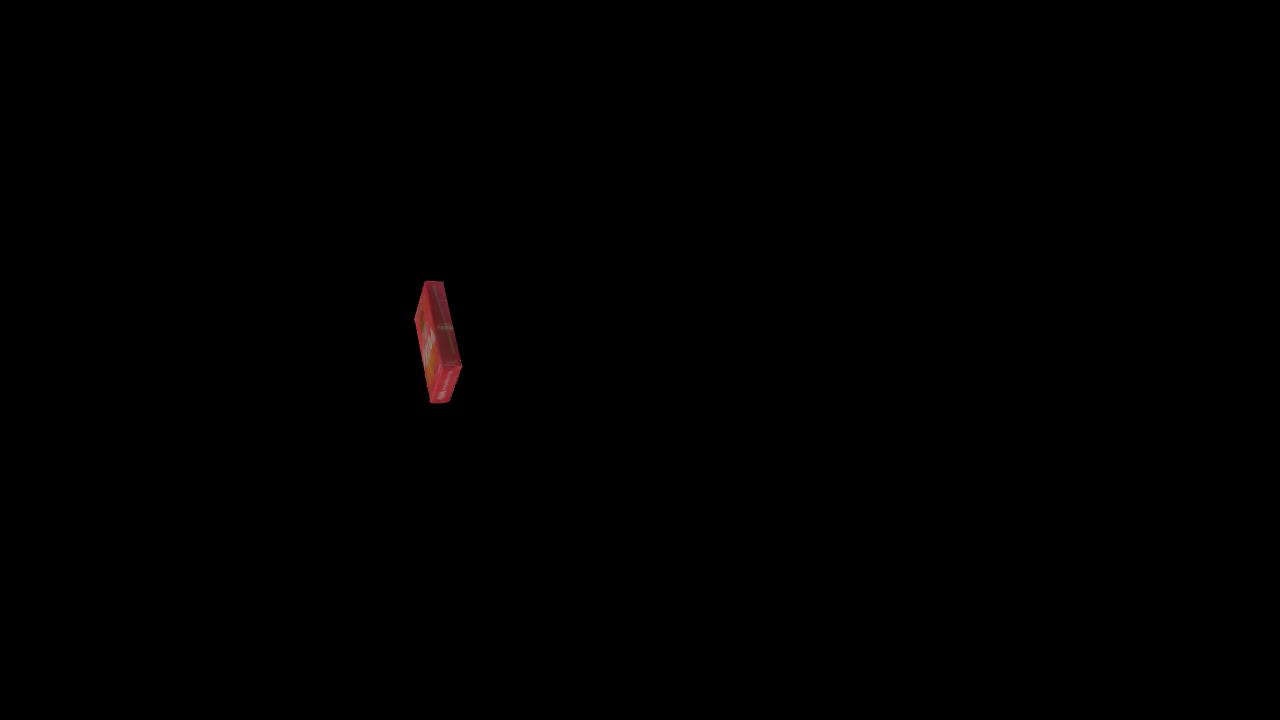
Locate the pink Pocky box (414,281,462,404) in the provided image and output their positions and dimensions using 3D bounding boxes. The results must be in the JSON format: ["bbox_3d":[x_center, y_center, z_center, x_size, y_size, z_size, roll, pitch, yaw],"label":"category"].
[{"bbox_3d":[-0.280,-0.026,0.846,0.029,0.155,0.084,-1,-37,-32],"label":"pink Pocky box"}]
